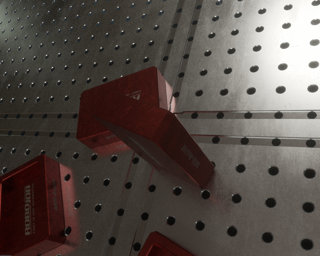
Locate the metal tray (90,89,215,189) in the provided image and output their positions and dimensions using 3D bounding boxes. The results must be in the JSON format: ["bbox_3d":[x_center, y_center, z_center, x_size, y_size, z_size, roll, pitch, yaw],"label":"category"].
[{"bbox_3d":[-0.003,0.015,0.332,0.090,0.130,0.030,22,74,36],"label":"metal tray"}]

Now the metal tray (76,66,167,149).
[{"bbox_3d":[-0.056,-0.029,0.451,0.130,0.030,0.090,-16,55,18],"label":"metal tray"}]

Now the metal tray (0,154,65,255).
[{"bbox_3d":[-0.183,0.111,0.430,0.090,0.030,0.130,-28,52,10],"label":"metal tray"}]

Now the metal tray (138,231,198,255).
[{"bbox_3d":[0.000,0.179,0.294,0.090,0.030,0.130,21,73,35],"label":"metal tray"}]
